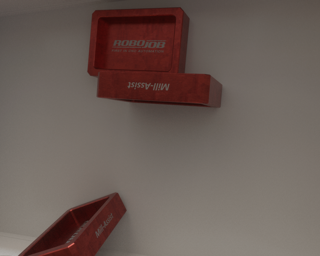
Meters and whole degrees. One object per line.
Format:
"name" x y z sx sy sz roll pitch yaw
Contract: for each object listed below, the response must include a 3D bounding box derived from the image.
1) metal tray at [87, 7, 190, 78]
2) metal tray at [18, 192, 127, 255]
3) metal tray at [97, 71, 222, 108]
"metal tray" -0.031 -0.111 0.417 0.130 0.030 0.089 6 92 19
"metal tray" -0.107 0.133 0.389 0.090 0.130 0.030 -22 97 18
"metal tray" 0.003 -0.045 0.374 0.130 0.090 0.030 5 92 19
